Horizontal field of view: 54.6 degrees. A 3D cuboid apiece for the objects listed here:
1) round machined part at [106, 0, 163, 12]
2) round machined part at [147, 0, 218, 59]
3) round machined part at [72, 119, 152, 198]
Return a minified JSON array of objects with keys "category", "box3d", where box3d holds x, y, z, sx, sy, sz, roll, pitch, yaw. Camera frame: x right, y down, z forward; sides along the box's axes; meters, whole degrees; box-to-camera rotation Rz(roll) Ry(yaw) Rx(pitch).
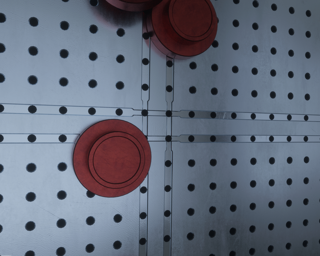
[{"category":"round machined part","box3d":[-0.033,-0.190,0.383,0.099,0.042,0.098,1,84,-8]},{"category":"round machined part","box3d":[0.035,-0.145,0.416,0.099,0.042,0.097,0,90,-20]},{"category":"round machined part","box3d":[-0.057,0.038,0.383,0.099,0.042,0.097,0,90,-20]}]
